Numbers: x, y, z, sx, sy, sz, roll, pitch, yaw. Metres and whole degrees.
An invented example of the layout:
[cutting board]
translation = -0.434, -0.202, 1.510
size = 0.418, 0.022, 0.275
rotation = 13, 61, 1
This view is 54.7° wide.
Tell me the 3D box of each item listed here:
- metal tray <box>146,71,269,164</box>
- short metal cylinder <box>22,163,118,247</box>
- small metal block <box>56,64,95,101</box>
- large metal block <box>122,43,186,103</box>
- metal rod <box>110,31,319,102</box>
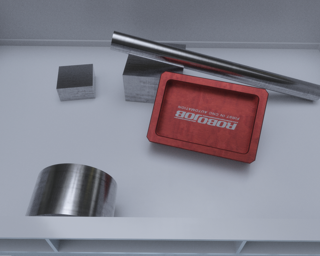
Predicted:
[metal tray]
translation = 0.058, -0.013, 0.383
size = 0.131, 0.030, 0.090
rotation = 12, 86, 9
[short metal cylinder]
translation = -0.085, 0.077, 0.303
size = 0.081, 0.080, 0.050
rotation = 1, 50, 0
[small metal block]
translation = -0.123, -0.068, 0.461
size = 0.050, 0.025, 0.050
rotation = -6, 50, -5
[large metal block]
translation = -0.006, -0.082, 0.458
size = 0.080, 0.050, 0.080
rotation = 5, 50, 4
[metal rod]
translation = 0.084, -0.082, 0.427
size = 0.302, 0.025, 0.025
rotation = 12, 50, -10
